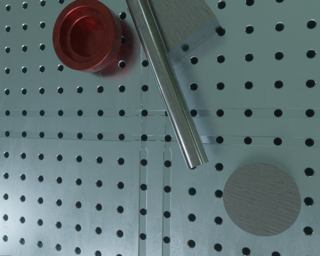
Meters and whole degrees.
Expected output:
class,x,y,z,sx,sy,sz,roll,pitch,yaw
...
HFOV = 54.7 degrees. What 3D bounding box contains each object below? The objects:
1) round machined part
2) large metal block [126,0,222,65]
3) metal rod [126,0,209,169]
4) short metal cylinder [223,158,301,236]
class,x,y,z,sx,sy,sz,roll,pitch,yaw
round machined part,-0.097,-0.127,0.437,0.098,0.042,0.097,0,90,19
large metal block,0.019,-0.138,0.392,0.080,0.050,0.080,-35,79,16
metal rod,-0.008,-0.098,0.361,0.025,0.025,0.299,-22,83,18
short metal cylinder,0.117,0.077,0.358,0.080,0.050,0.079,0,90,19
